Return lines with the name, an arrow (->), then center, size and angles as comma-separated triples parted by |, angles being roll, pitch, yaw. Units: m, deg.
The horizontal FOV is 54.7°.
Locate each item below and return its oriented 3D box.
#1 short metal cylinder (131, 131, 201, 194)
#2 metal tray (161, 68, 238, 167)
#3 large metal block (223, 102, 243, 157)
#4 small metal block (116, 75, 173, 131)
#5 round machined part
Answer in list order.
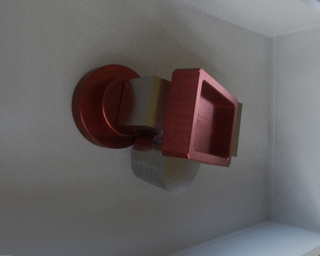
short metal cylinder -> 0.010, 0.035, 0.384 | 0.081, 0.050, 0.079 | -23, 121, -46
metal tray -> 0.052, -0.005, 0.355 | 0.131, 0.030, 0.090 | 19, 77, -58
large metal block -> 0.071, -0.004, 0.448 | 0.081, 0.050, 0.080 | 13, 82, -40
small metal block -> -0.016, -0.024, 0.321 | 0.025, 0.050, 0.050 | 16, 80, -39
round machined part -> -0.046, -0.025, 0.356 | 0.099, 0.042, 0.097 | 0, 90, -40
